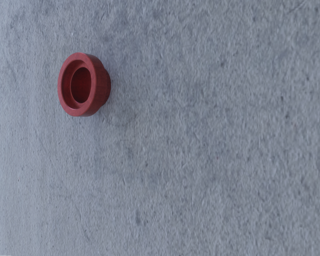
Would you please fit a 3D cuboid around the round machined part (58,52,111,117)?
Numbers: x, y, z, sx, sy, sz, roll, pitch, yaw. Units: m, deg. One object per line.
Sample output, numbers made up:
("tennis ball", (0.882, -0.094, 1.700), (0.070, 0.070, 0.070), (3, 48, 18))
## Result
("round machined part", (-0.115, -0.066, 0.486), (0.098, 0.042, 0.097), (0, 90, 39))
